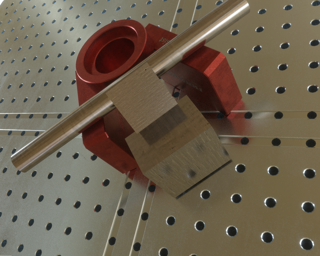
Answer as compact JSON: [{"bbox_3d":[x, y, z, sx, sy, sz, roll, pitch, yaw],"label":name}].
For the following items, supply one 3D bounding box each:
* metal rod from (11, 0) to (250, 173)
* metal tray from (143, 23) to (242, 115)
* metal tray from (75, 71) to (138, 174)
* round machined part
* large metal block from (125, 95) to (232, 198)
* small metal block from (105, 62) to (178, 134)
[{"bbox_3d":[-0.035,-0.046,0.338,0.300,0.025,0.025,-35,52,4],"label":"metal rod"},{"bbox_3d":[0.035,-0.075,0.392,0.130,0.090,0.030,36,83,38],"label":"metal tray"},{"bbox_3d":[-0.068,-0.015,0.409,0.030,0.090,0.130,-26,53,12],"label":"metal tray"},{"bbox_3d":[-0.051,-0.084,0.386,0.098,0.042,0.098,-13,56,20],"label":"round machined part"},{"bbox_3d":[0.022,0.024,0.342,0.080,0.080,0.050,-36,52,4],"label":"large metal block"},{"bbox_3d":[-0.018,-0.030,0.314,0.050,0.050,0.025,-37,7,3],"label":"small metal block"}]
